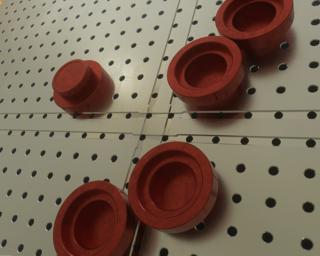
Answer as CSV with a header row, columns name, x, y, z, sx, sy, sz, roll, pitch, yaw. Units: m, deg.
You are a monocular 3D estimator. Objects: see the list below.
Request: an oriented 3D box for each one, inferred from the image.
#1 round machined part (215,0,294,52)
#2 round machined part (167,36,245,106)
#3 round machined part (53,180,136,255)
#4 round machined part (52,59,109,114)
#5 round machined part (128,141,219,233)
name,x,y,z,sx,sy,sz,roll,pitch,yaw
round machined part,0.128,-0.143,0.417,0.098,0.042,0.098,-13,56,20
round machined part,0.062,-0.070,0.406,0.098,0.042,0.098,-13,56,20
round machined part,-0.072,0.115,0.363,0.098,0.042,0.098,-13,56,20
round machined part,-0.138,-0.075,0.514,0.098,0.042,0.098,-13,56,20
round machined part,0.017,0.067,0.346,0.098,0.042,0.098,-13,56,20
